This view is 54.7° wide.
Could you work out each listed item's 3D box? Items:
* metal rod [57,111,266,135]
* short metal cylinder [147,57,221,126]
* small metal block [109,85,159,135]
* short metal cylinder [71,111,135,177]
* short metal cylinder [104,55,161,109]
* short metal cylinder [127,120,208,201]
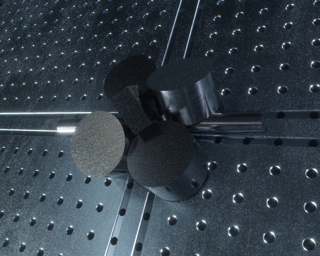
[{"bbox_3d":[-0.018,-0.004,0.415,0.300,0.025,0.025,-1,61,27],"label":"metal rod"},{"bbox_3d":[0.030,-0.046,0.383,0.080,0.050,0.080,-14,34,10],"label":"short metal cylinder"},{"bbox_3d":[-0.029,-0.023,0.371,0.025,0.050,0.050,-34,93,13],"label":"small metal block"},{"bbox_3d":[-0.064,0.022,0.392,0.080,0.050,0.080,-5,80,26],"label":"short metal cylinder"},{"bbox_3d":[-0.031,-0.056,0.438,0.080,0.050,0.080,-13,56,21],"label":"short metal cylinder"},{"bbox_3d":[0.010,0.038,0.359,0.080,0.050,0.080,-13,56,21],"label":"short metal cylinder"}]
